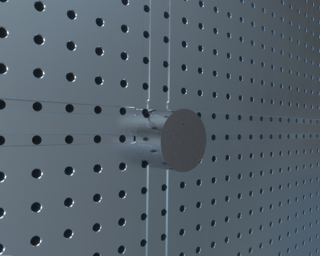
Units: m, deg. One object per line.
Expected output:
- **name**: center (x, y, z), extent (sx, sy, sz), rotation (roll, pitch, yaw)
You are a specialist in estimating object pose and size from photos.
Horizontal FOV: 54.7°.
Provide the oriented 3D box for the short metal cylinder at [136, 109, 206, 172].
- **short metal cylinder**: center (0.015, 0.015, 0.408), extent (0.081, 0.050, 0.079), rotation (0, 91, -40)
